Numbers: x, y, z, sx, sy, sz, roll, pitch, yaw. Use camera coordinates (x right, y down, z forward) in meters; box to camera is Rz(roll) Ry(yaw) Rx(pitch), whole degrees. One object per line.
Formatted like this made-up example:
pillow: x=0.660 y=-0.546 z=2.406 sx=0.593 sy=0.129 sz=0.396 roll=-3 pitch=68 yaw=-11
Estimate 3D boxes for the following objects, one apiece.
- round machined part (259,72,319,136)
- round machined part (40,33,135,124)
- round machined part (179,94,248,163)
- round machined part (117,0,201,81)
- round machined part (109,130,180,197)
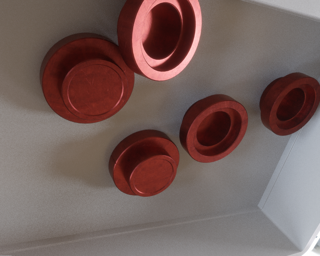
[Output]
round machined part: x=0.195 y=-0.040 z=0.479 sx=0.099 sy=0.042 sz=0.097 roll=-14 pitch=124 yaw=-21
round machined part: x=-0.073 y=-0.047 z=0.329 sx=0.099 sy=0.042 sz=0.097 roll=-14 pitch=124 yaw=-21
round machined part: x=0.070 y=-0.003 z=0.434 sx=0.099 sy=0.042 sz=0.097 roll=-14 pitch=124 yaw=-21
round machined part: x=-0.005 y=-0.101 z=0.320 sx=0.099 sy=0.042 sz=0.097 roll=-27 pitch=131 yaw=-36
round machined part: x=-0.016 y=0.054 z=0.422 sx=0.099 sy=0.042 sz=0.097 roll=-14 pitch=124 yaw=-21
